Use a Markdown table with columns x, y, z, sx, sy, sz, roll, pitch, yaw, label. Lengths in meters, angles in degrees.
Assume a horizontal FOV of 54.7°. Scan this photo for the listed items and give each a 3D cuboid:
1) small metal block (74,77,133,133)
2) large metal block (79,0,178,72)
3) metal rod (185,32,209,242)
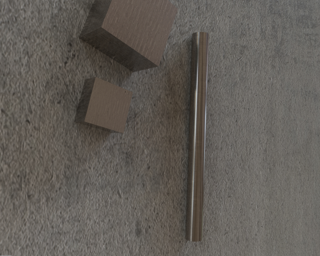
| x | y | z | sx | sy | sz | roll | pitch | yaw | label |
| --- | --- | --- | --- | --- | --- | --- | --- | --- | --- |
| -0.064 | -0.024 | 0.353 | 0.050 | 0.025 | 0.050 | 19 | 78 | -39 | small metal block |
| -0.035 | -0.123 | 0.361 | 0.080 | 0.050 | 0.080 | 28 | 73 | -37 | large metal block |
| 0.054 | 0.011 | 0.452 | 0.025 | 0.025 | 0.298 | 3 | 88 | -40 | metal rod |
